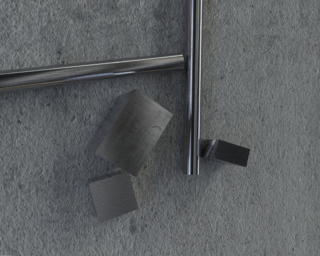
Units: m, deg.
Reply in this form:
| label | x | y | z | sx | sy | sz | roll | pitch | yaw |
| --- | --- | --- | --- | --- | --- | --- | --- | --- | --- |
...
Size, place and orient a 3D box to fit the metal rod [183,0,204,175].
| label | x | y | z | sx | sy | sz | roll | pitch | yaw |
| --- | --- | --- | --- | --- | --- | --- | --- | --- | --- |
| metal rod | 0.046 | -0.086 | 0.427 | 0.025 | 0.025 | 0.298 | 1 | 90 | -20 |

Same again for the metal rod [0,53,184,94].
| label | x | y | z | sx | sy | sz | roll | pitch | yaw |
| --- | --- | --- | --- | --- | --- | --- | --- | --- | --- |
| metal rod | -0.112 | -0.063 | 0.367 | 0.303 | 0.025 | 0.025 | -11 | 94 | -20 |

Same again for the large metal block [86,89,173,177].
| label | x | y | z | sx | sy | sz | roll | pitch | yaw |
| --- | --- | --- | --- | --- | --- | --- | --- | --- | --- |
| large metal block | -0.039 | 0.005 | 0.366 | 0.050 | 0.080 | 0.080 | 34 | 79 | -17 |

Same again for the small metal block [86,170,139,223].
| label | x | y | z | sx | sy | sz | roll | pitch | yaw |
| --- | --- | --- | --- | --- | --- | --- | --- | --- | --- |
| small metal block | -0.060 | 0.084 | 0.388 | 0.050 | 0.025 | 0.050 | -15 | 96 | -20 |

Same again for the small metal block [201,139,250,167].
| label | x | y | z | sx | sy | sz | roll | pitch | yaw |
| --- | --- | --- | --- | --- | --- | --- | --- | --- | --- |
| small metal block | 0.086 | 0.034 | 0.429 | 0.050 | 0.050 | 0.025 | 17 | 82 | -20 |
